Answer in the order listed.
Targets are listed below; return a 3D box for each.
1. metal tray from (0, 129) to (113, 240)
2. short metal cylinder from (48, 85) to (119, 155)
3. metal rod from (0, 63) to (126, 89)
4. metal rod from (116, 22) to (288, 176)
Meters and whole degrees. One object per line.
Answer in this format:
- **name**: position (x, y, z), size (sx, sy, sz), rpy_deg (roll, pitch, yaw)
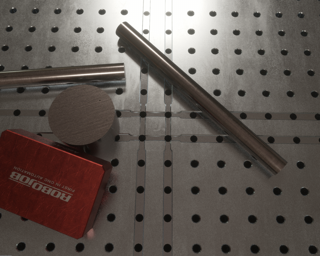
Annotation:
- **metal tray**: position (-0.133, 0.063, 0.367), size (0.131, 0.030, 0.089), rpy_deg (20, 94, 6)
- **short metal cylinder**: position (-0.096, -0.009, 0.401), size (0.081, 0.050, 0.080), rpy_deg (0, 70, 0)
- **metal rod**: position (-0.200, -0.069, 0.434), size (0.302, 0.025, 0.025), rpy_deg (-4, 70, -2)
- **metal rod**: position (0.048, -0.048, 0.429), size (0.025, 0.025, 0.300), rpy_deg (-43, 76, -14)
